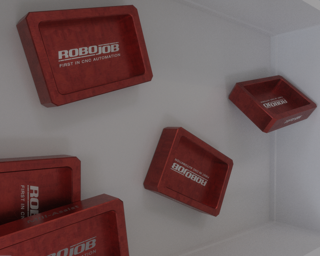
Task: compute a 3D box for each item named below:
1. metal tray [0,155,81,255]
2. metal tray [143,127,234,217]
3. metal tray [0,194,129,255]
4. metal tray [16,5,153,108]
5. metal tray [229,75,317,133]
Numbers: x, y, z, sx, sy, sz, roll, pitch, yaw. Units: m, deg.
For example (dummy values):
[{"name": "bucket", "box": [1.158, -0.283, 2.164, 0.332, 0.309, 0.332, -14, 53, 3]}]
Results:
[{"name": "metal tray", "box": [-0.125, 0.094, 0.298, 0.091, 0.030, 0.129, 0, 90, -40]}, {"name": "metal tray", "box": [0.046, 0.064, 0.441, 0.130, 0.030, 0.090, 31, 71, -36]}, {"name": "metal tray", "box": [-0.092, 0.123, 0.286, 0.131, 0.030, 0.089, -10, 97, -40]}, {"name": "metal tray", "box": [-0.074, -0.082, 0.340, 0.131, 0.030, 0.089, -22, 104, -38]}, {"name": "metal tray", "box": [0.191, -0.045, 0.521, 0.131, 0.090, 0.030, -14, 143, -36]}]
